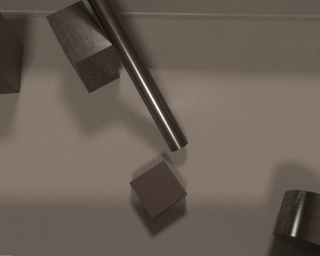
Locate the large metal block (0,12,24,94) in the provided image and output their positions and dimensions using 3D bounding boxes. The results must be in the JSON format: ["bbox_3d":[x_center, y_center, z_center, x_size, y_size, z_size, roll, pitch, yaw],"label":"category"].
[{"bbox_3d":[-0.227,-0.099,0.414,0.050,0.080,0.080,-4,70,-2],"label":"large metal block"}]

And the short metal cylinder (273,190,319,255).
[{"bbox_3d":[0.173,0.109,0.343,0.080,0.080,0.050,22,72,7],"label":"short metal cylinder"}]

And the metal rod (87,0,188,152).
[{"bbox_3d":[-0.046,-0.105,0.380,0.025,0.025,0.299,-31,99,-11],"label":"metal rod"}]

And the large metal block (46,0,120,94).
[{"bbox_3d":[-0.100,-0.106,0.418,0.050,0.080,0.080,-31,73,-11],"label":"large metal block"}]

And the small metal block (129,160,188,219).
[{"bbox_3d":[-0.002,0.076,0.382,0.050,0.025,0.050,-32,73,-11],"label":"small metal block"}]
